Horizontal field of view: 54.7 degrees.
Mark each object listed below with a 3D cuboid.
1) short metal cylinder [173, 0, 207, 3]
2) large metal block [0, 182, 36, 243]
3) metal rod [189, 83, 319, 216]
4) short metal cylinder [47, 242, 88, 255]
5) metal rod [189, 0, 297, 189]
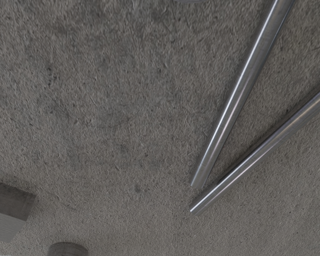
[{"bbox_3d":[0.026,-0.154,0.260,0.081,0.050,0.079,0,130,0],"label":"short metal cylinder"},{"bbox_3d":[-0.263,0.136,0.504,0.080,0.050,0.080,29,124,-22],"label":"large metal block"},{"bbox_3d":[0.135,0.040,0.442,0.025,0.025,0.298,24,126,-19],"label":"metal rod"},{"bbox_3d":[-0.189,0.272,0.621,0.081,0.050,0.079,0,130,0],"label":"short metal cylinder"},{"bbox_3d":[0.090,-0.026,0.385,0.025,0.025,0.298,10,130,-9],"label":"metal rod"}]
